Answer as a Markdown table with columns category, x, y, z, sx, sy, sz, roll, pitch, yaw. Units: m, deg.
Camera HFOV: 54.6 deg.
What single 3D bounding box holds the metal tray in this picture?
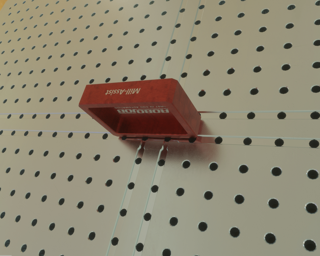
| category | x | y | z | sx | sy | sz | roll | pitch | yaw |
| --- | --- | --- | --- | --- | --- | --- | --- | --- | --- |
| metal tray | -0.024 | -0.021 | 0.393 | 0.130 | 0.090 | 0.030 | 0 | 62 | 28 |
